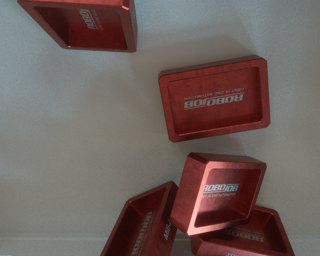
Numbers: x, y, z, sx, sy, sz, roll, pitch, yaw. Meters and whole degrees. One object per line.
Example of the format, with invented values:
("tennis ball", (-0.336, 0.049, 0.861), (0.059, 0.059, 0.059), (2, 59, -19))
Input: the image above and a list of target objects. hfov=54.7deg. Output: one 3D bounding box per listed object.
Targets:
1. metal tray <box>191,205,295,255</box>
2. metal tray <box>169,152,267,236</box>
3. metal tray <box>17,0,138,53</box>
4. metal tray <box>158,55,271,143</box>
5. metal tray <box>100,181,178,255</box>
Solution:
("metal tray", (0.108, 0.142, 0.428), (0.131, 0.090, 0.030), (14, 119, -6))
("metal tray", (0.078, 0.080, 0.392), (0.131, 0.030, 0.089), (8, 100, -42))
("metal tray", (-0.071, -0.111, 0.312), (0.091, 0.130, 0.030), (3, 87, -1))
("metal tray", (0.069, -0.037, 0.396), (0.131, 0.030, 0.089), (-9, 110, 3))
("metal tray", (-0.022, 0.132, 0.392), (0.090, 0.130, 0.030), (-29, 109, 29))
